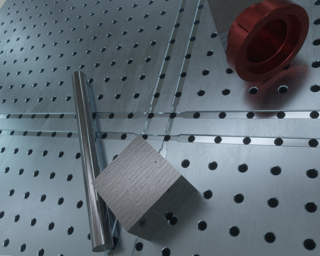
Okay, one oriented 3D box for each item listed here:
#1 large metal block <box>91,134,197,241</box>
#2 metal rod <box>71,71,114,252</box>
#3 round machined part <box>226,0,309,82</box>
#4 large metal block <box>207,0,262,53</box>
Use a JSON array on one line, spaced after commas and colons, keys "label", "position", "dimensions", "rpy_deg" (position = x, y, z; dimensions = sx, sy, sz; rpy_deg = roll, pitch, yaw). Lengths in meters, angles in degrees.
[{"label": "large metal block", "position": [-0.019, 0.068, 0.360], "dimensions": [0.080, 0.050, 0.080], "rpy_deg": [-46, 51, -4]}, {"label": "metal rod", "position": [-0.103, 0.025, 0.447], "dimensions": [0.025, 0.025, 0.299], "rpy_deg": [-27, 52, 11]}, {"label": "round machined part", "position": [0.119, -0.106, 0.363], "dimensions": [0.098, 0.098, 0.042], "rpy_deg": [-36, 51, 5]}, {"label": "large metal block", "position": [0.117, -0.151, 0.424], "dimensions": [0.080, 0.050, 0.080], "rpy_deg": [-19, 54, 17]}]
